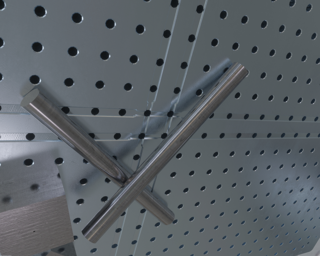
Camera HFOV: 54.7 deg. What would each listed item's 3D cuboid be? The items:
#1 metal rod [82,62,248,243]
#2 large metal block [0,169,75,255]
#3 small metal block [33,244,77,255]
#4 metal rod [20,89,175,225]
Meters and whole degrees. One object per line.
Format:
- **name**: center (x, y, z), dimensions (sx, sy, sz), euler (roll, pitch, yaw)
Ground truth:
- **metal rod**: center (0.009, 0.030, 0.411), dimensions (0.300, 0.025, 0.025), euler (-48, 130, -4)
- **large metal block**: center (-0.155, 0.106, 0.376), dimensions (0.081, 0.050, 0.079), euler (-13, 124, -22)
- **small metal block**: center (-0.156, 0.190, 0.444), dimensions (0.050, 0.025, 0.050), euler (-44, 129, 2)
- **metal rod**: center (-0.060, 0.058, 0.413), dimensions (0.025, 0.025, 0.300), euler (-40, 130, -1)
